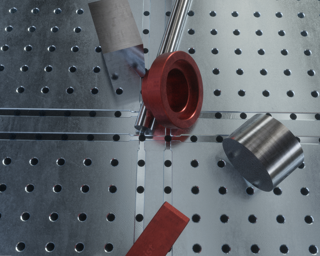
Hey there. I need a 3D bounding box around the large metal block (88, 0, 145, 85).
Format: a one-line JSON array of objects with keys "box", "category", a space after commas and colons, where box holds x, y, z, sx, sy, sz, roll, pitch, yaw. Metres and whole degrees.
[{"box": [-0.057, -0.118, 0.425, 0.050, 0.080, 0.080, -17, 71, -6], "category": "large metal block"}]

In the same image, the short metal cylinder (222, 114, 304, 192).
[{"box": [0.122, 0.029, 0.373, 0.050, 0.080, 0.080, -37, 75, -12], "category": "short metal cylinder"}]

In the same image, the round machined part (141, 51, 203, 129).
[{"box": [0.014, -0.048, 0.401, 0.042, 0.098, 0.098, 0, 66, 37], "category": "round machined part"}]

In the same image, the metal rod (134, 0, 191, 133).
[{"box": [0.017, -0.134, 0.460, 0.025, 0.025, 0.299, 14, 70, 5], "category": "metal rod"}]

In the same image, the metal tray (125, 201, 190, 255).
[{"box": [-0.021, 0.143, 0.324, 0.030, 0.090, 0.130, 35, 74, 11], "category": "metal tray"}]
